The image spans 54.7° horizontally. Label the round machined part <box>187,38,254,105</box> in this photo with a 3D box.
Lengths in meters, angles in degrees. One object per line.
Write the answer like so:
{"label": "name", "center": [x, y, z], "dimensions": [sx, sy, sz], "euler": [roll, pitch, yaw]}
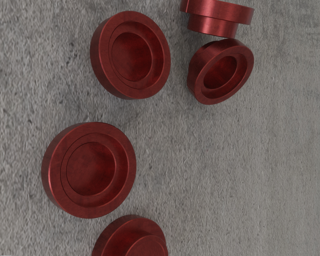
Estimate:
{"label": "round machined part", "center": [0.080, -0.083, 0.439], "dimensions": [0.099, 0.042, 0.097], "euler": [-21, 142, -18]}

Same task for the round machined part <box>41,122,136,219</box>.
{"label": "round machined part", "center": [-0.077, 0.042, 0.329], "dimensions": [0.099, 0.042, 0.097], "euler": [0, 90, -40]}

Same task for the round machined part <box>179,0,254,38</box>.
{"label": "round machined part", "center": [0.074, -0.151, 0.425], "dimensions": [0.099, 0.098, 0.042], "euler": [-8, 119, -40]}

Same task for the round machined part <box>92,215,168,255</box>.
{"label": "round machined part", "center": [-0.029, 0.157, 0.370], "dimensions": [0.099, 0.042, 0.097], "euler": [0, 90, -40]}

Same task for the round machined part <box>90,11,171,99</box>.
{"label": "round machined part", "center": [-0.038, -0.081, 0.362], "dimensions": [0.099, 0.042, 0.097], "euler": [0, 90, -40]}
